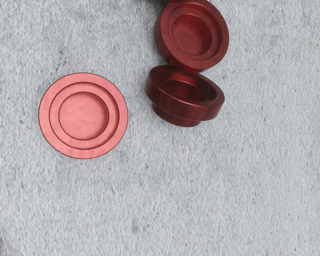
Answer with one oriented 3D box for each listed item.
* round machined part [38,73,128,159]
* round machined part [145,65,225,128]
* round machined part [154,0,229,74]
[{"bbox_3d":[-0.091,-0.014,0.366,0.099,0.042,0.097,0,90,-20],"label":"round machined part"},{"bbox_3d":[0.028,-0.037,0.391,0.099,0.098,0.042,7,125,-20],"label":"round machined part"},{"bbox_3d":[0.038,-0.119,0.409,0.099,0.042,0.097,3,81,-21],"label":"round machined part"}]
